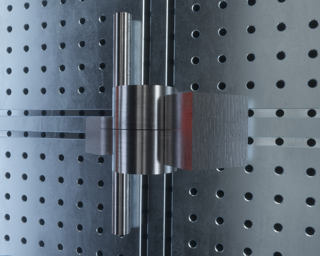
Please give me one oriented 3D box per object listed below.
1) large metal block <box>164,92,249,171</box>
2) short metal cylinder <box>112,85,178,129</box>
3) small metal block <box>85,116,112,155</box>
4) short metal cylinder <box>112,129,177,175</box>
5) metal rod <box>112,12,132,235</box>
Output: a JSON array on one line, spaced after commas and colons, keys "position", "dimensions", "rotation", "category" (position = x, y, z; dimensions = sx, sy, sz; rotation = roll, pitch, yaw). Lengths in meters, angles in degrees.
[{"position": [0.053, 0.003, 0.353], "dimensions": [0.050, 0.081, 0.079], "rotation": [2, 92, 58], "category": "large metal block"}, {"position": [-0.019, -0.024, 0.385], "dimensions": [0.080, 0.080, 0.050], "rotation": [1, 90, 20], "category": "short metal cylinder"}, {"position": [-0.081, 0.010, 0.425], "dimensions": [0.050, 0.025, 0.050], "rotation": [0, 89, 54], "category": "small metal block"}, {"position": [-0.019, 0.027, 0.385], "dimensions": [0.080, 0.080, 0.050], "rotation": [1, 90, 20], "category": "short metal cylinder"}, {"position": [-0.052, -0.006, 0.426], "dimensions": [0.025, 0.025, 0.298], "rotation": [0, 90, 20], "category": "metal rod"}]
